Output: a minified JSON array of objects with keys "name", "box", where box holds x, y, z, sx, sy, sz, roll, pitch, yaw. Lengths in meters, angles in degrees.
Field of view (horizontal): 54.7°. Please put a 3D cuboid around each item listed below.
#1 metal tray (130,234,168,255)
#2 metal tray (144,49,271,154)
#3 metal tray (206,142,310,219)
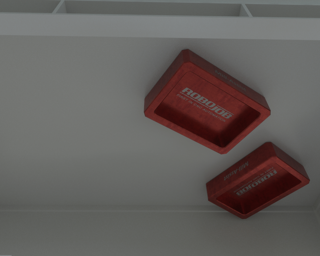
[{"name":"metal tray","box":[-0.023,0.280,0.581,0.030,0.130,0.090,30,124,-23]},{"name":"metal tray","box":[0.057,-0.027,0.383,0.131,0.030,0.090,26,125,-21]},{"name":"metal tray","box":[0.148,0.086,0.481,0.090,0.030,0.129,32,123,-25]}]
